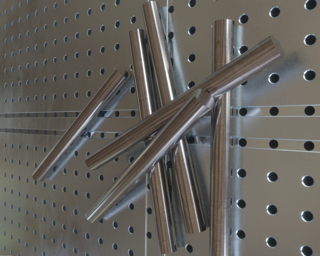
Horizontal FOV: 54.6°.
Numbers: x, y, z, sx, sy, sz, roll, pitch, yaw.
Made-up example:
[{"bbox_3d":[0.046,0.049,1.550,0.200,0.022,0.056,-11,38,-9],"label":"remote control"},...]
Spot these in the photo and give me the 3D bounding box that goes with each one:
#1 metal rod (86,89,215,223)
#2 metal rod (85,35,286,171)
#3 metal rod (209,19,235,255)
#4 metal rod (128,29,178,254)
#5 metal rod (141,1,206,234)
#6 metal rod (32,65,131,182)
[{"bbox_3d":[-0.031,0.056,0.404,0.298,0.025,0.025,-49,61,40],"label":"metal rod"},{"bbox_3d":[0.005,-0.012,0.372,0.299,0.025,0.025,-31,71,35],"label":"metal rod"},{"bbox_3d":[0.070,0.030,0.352,0.025,0.025,0.298,1,91,40],"label":"metal rod"},{"bbox_3d":[-0.011,0.012,0.419,0.025,0.025,0.299,-14,81,39],"label":"metal rod"},{"bbox_3d":[0.015,-0.020,0.397,0.025,0.025,0.299,-18,78,38],"label":"metal rod"},{"bbox_3d":[-0.146,0.006,0.531,0.299,0.025,0.025,-44,64,31],"label":"metal rod"}]
